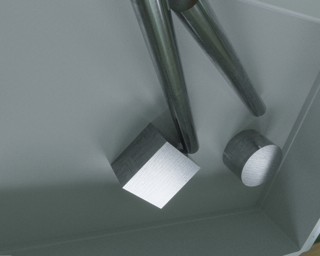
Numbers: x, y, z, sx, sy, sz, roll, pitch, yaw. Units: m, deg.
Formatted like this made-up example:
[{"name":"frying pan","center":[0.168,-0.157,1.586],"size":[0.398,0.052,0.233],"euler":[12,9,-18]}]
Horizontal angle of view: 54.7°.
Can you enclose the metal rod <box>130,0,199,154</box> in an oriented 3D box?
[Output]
[{"name":"metal rod","center":[0.017,-0.035,0.321],"size":[0.025,0.025,0.299],"euler":[-35,153,-5]}]

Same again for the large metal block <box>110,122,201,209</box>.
[{"name":"large metal block","center":[-0.005,0.053,0.424],"size":[0.080,0.050,0.080],"euler":[-47,130,4]}]

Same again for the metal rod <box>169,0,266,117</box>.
[{"name":"metal rod","center":[0.084,-0.061,0.347],"size":[0.025,0.025,0.301],"euler":[-51,151,8]}]

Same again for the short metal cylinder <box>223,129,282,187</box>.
[{"name":"short metal cylinder","center":[0.151,0.049,0.508],"size":[0.081,0.050,0.079],"euler":[-14,125,-21]}]
